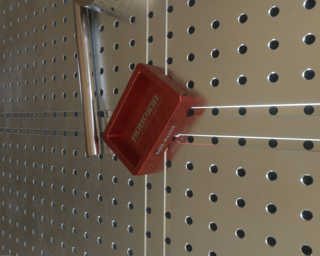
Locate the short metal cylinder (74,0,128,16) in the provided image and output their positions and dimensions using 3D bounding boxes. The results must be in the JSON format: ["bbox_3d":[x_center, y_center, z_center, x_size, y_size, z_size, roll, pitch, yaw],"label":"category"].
[{"bbox_3d":[-0.089,-0.217,0.466,0.080,0.050,0.079,0,90,40],"label":"short metal cylinder"}]

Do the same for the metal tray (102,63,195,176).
[{"bbox_3d":[-0.021,-0.011,0.423,0.090,0.030,0.129,44,116,31],"label":"metal tray"}]

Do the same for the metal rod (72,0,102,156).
[{"bbox_3d":[-0.122,-0.105,0.509,0.025,0.025,0.298,-11,83,39],"label":"metal rod"}]
